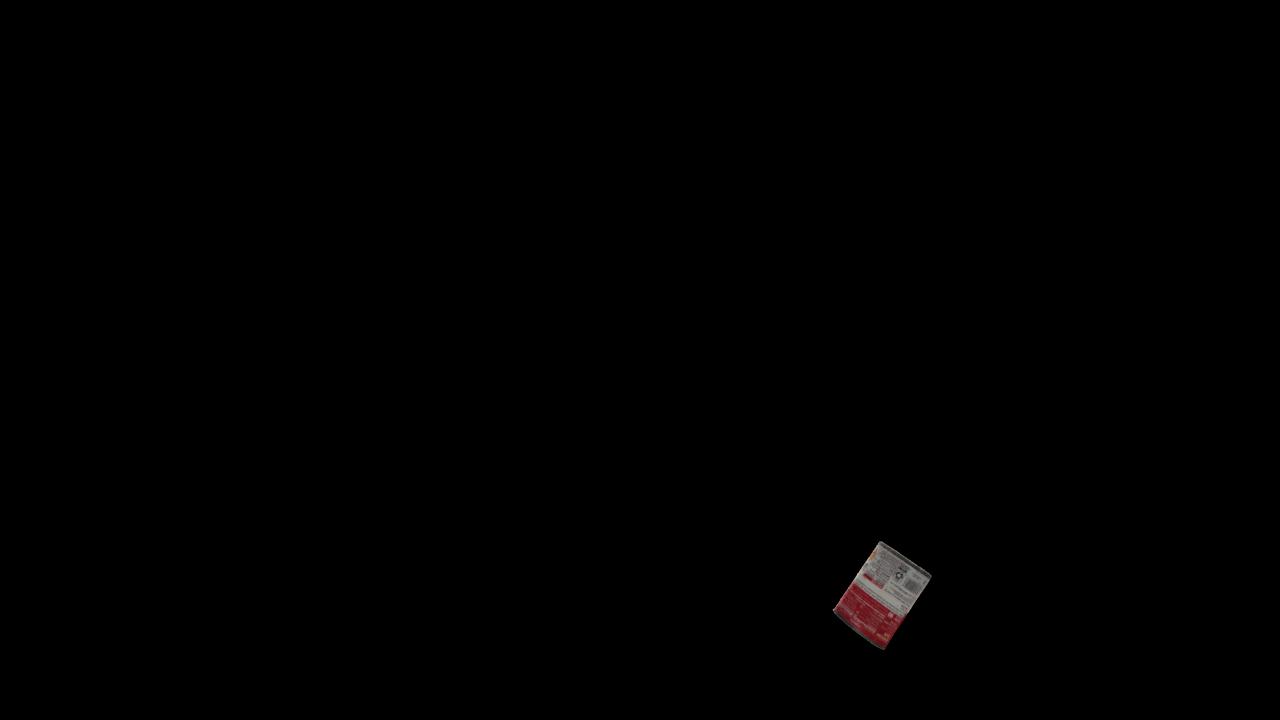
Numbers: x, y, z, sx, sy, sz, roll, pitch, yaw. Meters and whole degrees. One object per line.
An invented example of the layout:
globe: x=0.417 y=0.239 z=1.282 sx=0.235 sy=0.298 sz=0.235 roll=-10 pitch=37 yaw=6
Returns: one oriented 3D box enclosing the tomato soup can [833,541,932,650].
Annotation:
tomato soup can: x=0.281 y=0.272 z=0.716 sx=0.068 sy=0.101 sz=0.068 roll=34 pitch=-2 yaw=1
